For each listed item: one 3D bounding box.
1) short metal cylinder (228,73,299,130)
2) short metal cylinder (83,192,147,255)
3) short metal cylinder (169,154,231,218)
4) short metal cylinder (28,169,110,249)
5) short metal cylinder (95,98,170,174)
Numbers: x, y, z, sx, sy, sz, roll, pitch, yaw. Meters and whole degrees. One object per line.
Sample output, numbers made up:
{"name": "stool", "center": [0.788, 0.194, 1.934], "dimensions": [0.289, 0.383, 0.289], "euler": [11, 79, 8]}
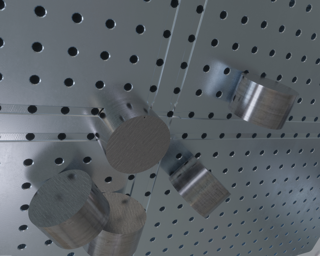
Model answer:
{"name": "short metal cylinder", "center": [0.142, -0.039, 0.429], "dimensions": [0.081, 0.080, 0.050], "euler": [4, 117, -30]}
{"name": "short metal cylinder", "center": [-0.064, 0.133, 0.423], "dimensions": [0.081, 0.080, 0.050], "euler": [2, 117, -30]}
{"name": "short metal cylinder", "center": [0.059, 0.086, 0.461], "dimensions": [0.050, 0.080, 0.080], "euler": [-44, 129, 2]}
{"name": "short metal cylinder", "center": [-0.109, 0.097, 0.377], "dimensions": [0.080, 0.080, 0.050], "euler": [-30, 129, -9]}
{"name": "short metal cylinder", "center": [-0.034, 0.009, 0.382], "dimensions": [0.081, 0.050, 0.079], "euler": [-14, 124, -21]}
